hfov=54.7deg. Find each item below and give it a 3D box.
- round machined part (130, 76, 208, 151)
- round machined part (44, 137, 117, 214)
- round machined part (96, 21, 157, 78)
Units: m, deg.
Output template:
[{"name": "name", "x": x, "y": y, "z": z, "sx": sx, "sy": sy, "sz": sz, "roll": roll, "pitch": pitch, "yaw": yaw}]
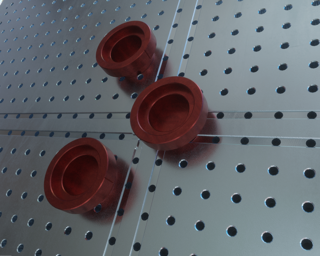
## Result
[{"name": "round machined part", "x": 0.015, "y": -0.015, "z": 0.398, "sx": 0.098, "sy": 0.042, "sz": 0.098, "roll": -13, "pitch": 56, "yaw": 20}, {"name": "round machined part", "x": -0.099, "y": 0.065, "z": 0.408, "sx": 0.098, "sy": 0.042, "sz": 0.098, "roll": -13, "pitch": 56, "yaw": 20}, {"name": "round machined part", "x": -0.049, "y": -0.120, "z": 0.495, "sx": 0.098, "sy": 0.042, "sz": 0.098, "roll": -13, "pitch": 56, "yaw": 20}]
